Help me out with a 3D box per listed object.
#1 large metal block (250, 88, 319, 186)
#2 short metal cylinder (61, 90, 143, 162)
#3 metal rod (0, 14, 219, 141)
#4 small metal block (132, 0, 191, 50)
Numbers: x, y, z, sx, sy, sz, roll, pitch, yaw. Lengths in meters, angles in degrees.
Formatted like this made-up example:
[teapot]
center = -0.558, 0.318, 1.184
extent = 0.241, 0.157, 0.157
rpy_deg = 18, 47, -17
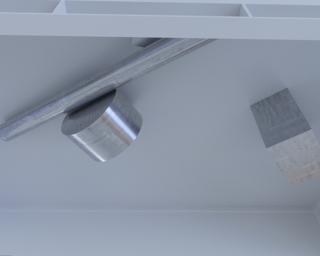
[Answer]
[large metal block]
center = 0.160, 0.011, 0.385
extent = 0.050, 0.080, 0.080
rpy_deg = -28, 125, 21
[short metal cylinder]
center = -0.068, -0.007, 0.366
extent = 0.080, 0.080, 0.050
rpy_deg = -26, 126, 20
[metal rod]
center = -0.078, -0.044, 0.349
extent = 0.300, 0.025, 0.025
rpy_deg = -21, 128, 24
[small metal block]
center = 0.000, -0.108, 0.317
extent = 0.050, 0.025, 0.050
rpy_deg = 8, 130, -8
